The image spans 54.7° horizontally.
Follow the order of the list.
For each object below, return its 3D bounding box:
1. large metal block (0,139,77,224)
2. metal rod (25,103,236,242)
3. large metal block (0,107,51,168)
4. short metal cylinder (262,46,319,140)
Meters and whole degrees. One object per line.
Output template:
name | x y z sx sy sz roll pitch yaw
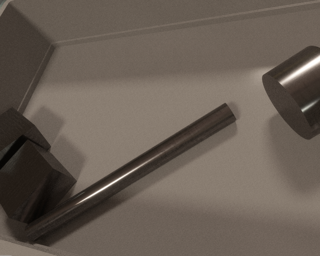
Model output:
large metal block | -0.179 0.076 0.434 0.080 0.050 0.080 34 80 38
metal rod | -0.042 0.059 0.389 0.300 0.025 0.025 -32 52 7
large metal block | -0.234 0.023 0.483 0.080 0.050 0.080 29 61 37
short metal cylinder | 0.149 -0.035 0.314 0.050 0.080 0.080 -33 52 6
